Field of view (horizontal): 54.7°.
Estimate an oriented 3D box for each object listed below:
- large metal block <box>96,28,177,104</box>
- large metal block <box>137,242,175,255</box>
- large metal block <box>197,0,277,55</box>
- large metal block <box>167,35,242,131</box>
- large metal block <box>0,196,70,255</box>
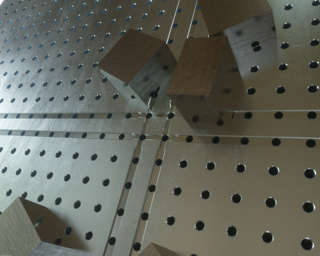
[{"bbox_3d":[-0.034,-0.095,0.467,0.080,0.050,0.080,33,80,37],"label":"large metal block"},{"bbox_3d":[-0.004,0.170,0.289,0.080,0.050,0.080,-44,51,-3],"label":"large metal block"},{"bbox_3d":[0.105,-0.152,0.430,0.080,0.050,0.080,-20,54,15],"label":"large metal block"},{"bbox_3d":[0.058,-0.052,0.374,0.050,0.080,0.080,5,64,30],"label":"large metal block"},{"bbox_3d":[-0.176,0.149,0.391,0.080,0.050,0.080,-47,52,-5],"label":"large metal block"}]
